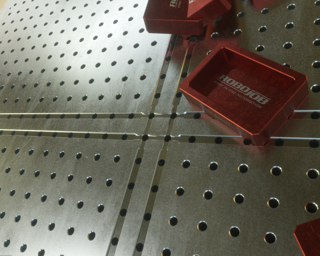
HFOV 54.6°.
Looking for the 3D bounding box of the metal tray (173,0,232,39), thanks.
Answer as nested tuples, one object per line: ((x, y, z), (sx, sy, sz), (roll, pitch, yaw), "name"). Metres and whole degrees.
((0.062, -0.214, 0.486), (0.090, 0.030, 0.130), (-24, 50, 38), "metal tray")

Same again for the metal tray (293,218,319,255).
((0.188, 0.103, 0.243), (0.130, 0.030, 0.090), (-25, 53, 13), "metal tray")

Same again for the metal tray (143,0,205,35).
((0.032, -0.209, 0.496), (0.090, 0.030, 0.130), (7, 64, 13), "metal tray")

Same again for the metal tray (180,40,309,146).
((0.099, -0.048, 0.383), (0.090, 0.030, 0.130), (-47, 51, -5), "metal tray")
